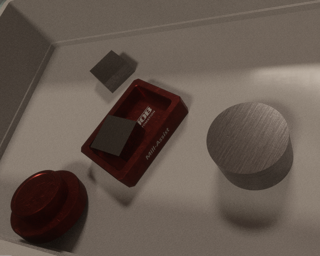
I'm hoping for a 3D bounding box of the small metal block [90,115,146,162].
[{"bbox_3d":[-0.055,0.014,0.408,0.050,0.025,0.050,14,68,33],"label":"small metal block"}]

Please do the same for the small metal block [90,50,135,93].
[{"bbox_3d":[-0.078,-0.092,0.501,0.050,0.025,0.050,-45,51,-4],"label":"small metal block"}]

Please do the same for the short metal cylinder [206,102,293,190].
[{"bbox_3d":[0.095,0.020,0.327,0.080,0.050,0.080,-13,56,20],"label":"short metal cylinder"}]

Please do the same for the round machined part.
[{"bbox_3d":[-0.149,0.093,0.398,0.098,0.042,0.098,-14,41,13],"label":"round machined part"}]

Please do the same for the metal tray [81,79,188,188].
[{"bbox_3d":[-0.035,0.002,0.417,0.090,0.030,0.130,29,77,37],"label":"metal tray"}]
